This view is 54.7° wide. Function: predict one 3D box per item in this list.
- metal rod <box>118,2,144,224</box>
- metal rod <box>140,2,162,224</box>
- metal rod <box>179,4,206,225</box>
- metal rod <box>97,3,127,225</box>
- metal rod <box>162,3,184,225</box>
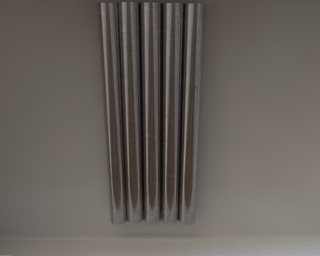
[{"bbox_3d":[-0.036,-0.005,0.408,0.025,0.025,0.298,0,110,0],"label":"metal rod"},{"bbox_3d":[-0.011,-0.005,0.408,0.025,0.025,0.298,0,110,0],"label":"metal rod"},{"bbox_3d":[0.040,-0.004,0.409,0.025,0.025,0.298,0,110,0],"label":"metal rod"},{"bbox_3d":[-0.060,-0.004,0.408,0.025,0.025,0.298,0,110,0],"label":"metal rod"},{"bbox_3d":[0.015,-0.004,0.408,0.025,0.025,0.298,0,110,0],"label":"metal rod"}]
